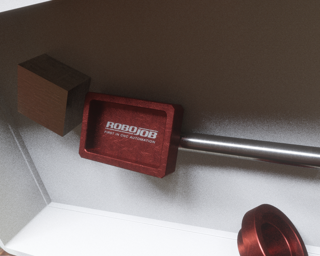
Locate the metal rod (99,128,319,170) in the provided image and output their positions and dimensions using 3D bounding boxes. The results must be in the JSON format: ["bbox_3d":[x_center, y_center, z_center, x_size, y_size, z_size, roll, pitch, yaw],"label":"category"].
[{"bbox_3d":[0.042,0.018,0.396,0.301,0.025,0.025,7,121,24],"label":"metal rod"}]

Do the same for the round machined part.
[{"bbox_3d":[0.134,0.148,0.381,0.098,0.098,0.042,45,126,-4],"label":"round machined part"}]

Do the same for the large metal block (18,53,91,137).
[{"bbox_3d":[-0.152,-0.047,0.441,0.080,0.050,0.079,28,128,10],"label":"large metal block"}]

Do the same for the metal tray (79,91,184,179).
[{"bbox_3d":[-0.040,0.005,0.401,0.130,0.030,0.089,11,96,24],"label":"metal tray"}]
